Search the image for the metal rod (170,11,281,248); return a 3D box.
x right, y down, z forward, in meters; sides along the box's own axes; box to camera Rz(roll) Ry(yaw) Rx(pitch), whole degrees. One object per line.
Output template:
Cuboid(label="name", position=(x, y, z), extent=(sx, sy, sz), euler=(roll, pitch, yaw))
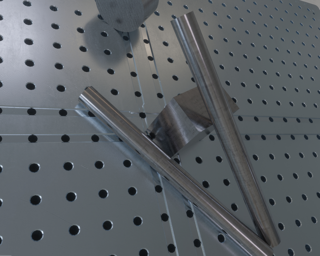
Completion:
Cuboid(label="metal rod", position=(0.083, 0.016, 0.357), extent=(0.025, 0.025, 0.299), euler=(-39, 112, -39))

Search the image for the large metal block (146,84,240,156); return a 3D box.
Cuboid(label="large metal block", position=(0.041, -0.011, 0.402), extent=(0.081, 0.080, 0.050), euler=(-28, 77, -37))

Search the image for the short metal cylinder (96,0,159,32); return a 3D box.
Cuboid(label="short metal cylinder", position=(-0.049, -0.193, 0.465), extent=(0.080, 0.080, 0.050), euler=(36, 51, -5))

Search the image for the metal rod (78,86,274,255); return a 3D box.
Cuboid(label="metal rod", position=(0.019, 0.058, 0.383), extent=(0.300, 0.025, 0.025), euler=(42, 51, 0))
